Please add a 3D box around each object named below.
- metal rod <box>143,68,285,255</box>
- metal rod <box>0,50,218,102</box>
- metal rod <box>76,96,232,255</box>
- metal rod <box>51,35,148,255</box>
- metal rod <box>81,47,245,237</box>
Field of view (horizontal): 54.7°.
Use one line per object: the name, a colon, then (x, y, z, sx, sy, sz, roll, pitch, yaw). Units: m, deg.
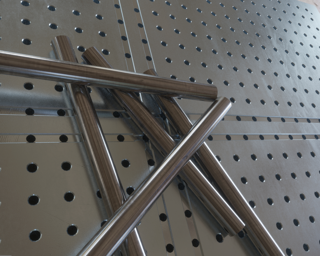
metal rod: (0.063, 0.044, 0.417, 0.025, 0.025, 0.299, -25, 76, -37)
metal rod: (-0.059, -0.061, 0.383, 0.302, 0.025, 0.025, 5, 60, -26)
metal rod: (0.009, 0.047, 0.353, 0.025, 0.025, 0.302, 44, 51, 2)
metal rod: (-0.075, 0.016, 0.358, 0.025, 0.025, 0.299, -10, 67, -33)
metal rod: (0.000, 0.012, 0.401, 0.025, 0.025, 0.300, -35, 81, -39)
